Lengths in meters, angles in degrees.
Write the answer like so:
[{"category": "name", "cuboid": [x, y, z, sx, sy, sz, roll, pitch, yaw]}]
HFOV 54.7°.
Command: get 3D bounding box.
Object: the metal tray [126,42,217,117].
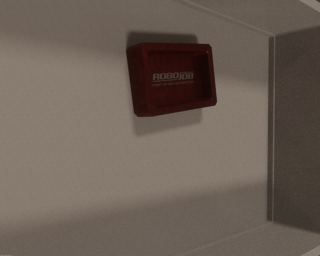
[{"category": "metal tray", "cuboid": [0.021, -0.068, 0.422, 0.131, 0.030, 0.089, -12, 98, -40]}]
